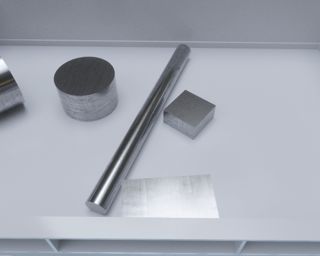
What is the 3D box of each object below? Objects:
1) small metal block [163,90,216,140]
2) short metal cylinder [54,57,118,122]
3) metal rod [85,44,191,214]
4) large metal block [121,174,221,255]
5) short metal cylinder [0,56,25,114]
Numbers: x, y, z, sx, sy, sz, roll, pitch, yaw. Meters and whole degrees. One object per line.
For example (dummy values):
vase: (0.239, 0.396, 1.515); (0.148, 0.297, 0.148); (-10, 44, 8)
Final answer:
small metal block: (0.040, -0.019, 0.422); (0.050, 0.025, 0.050); (31, 56, 23)
short metal cylinder: (-0.101, -0.055, 0.434); (0.081, 0.050, 0.080); (0, 50, 0)
metal rod: (-0.015, -0.021, 0.422); (0.025, 0.025, 0.301); (17, 52, 13)
large metal block: (0.007, 0.089, 0.295); (0.081, 0.080, 0.050); (-3, 50, -3)
short metal cylinder: (-0.227, -0.059, 0.416); (0.050, 0.080, 0.080); (-32, 57, -24)
